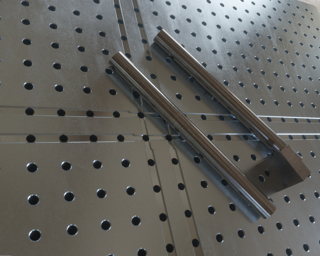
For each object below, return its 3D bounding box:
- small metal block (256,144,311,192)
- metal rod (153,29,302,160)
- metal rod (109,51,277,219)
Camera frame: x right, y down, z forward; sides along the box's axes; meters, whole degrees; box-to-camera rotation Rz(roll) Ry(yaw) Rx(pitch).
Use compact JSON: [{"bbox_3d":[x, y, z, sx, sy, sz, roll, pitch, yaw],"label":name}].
[{"bbox_3d":[0.181,0.060,0.456,0.025,0.050,0.050,-29,78,-38],"label":"small metal block"},{"bbox_3d":[0.107,-0.047,0.496,0.300,0.025,0.025,43,51,1],"label":"metal rod"},{"bbox_3d":[0.043,0.008,0.427,0.300,0.025,0.025,45,51,3],"label":"metal rod"}]
